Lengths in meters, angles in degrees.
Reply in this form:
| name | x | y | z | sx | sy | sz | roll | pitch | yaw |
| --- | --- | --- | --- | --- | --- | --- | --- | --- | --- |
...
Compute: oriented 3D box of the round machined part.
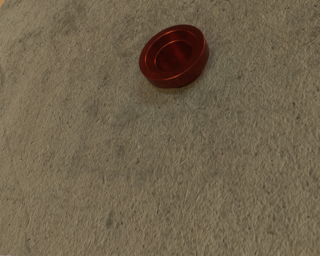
| name | x | y | z | sx | sy | sz | roll | pitch | yaw |
| --- | --- | --- | --- | --- | --- | --- | --- | --- | --- |
| round machined part | 0.023 | -0.096 | 0.441 | 0.098 | 0.042 | 0.098 | -13 | 56 | 21 |
